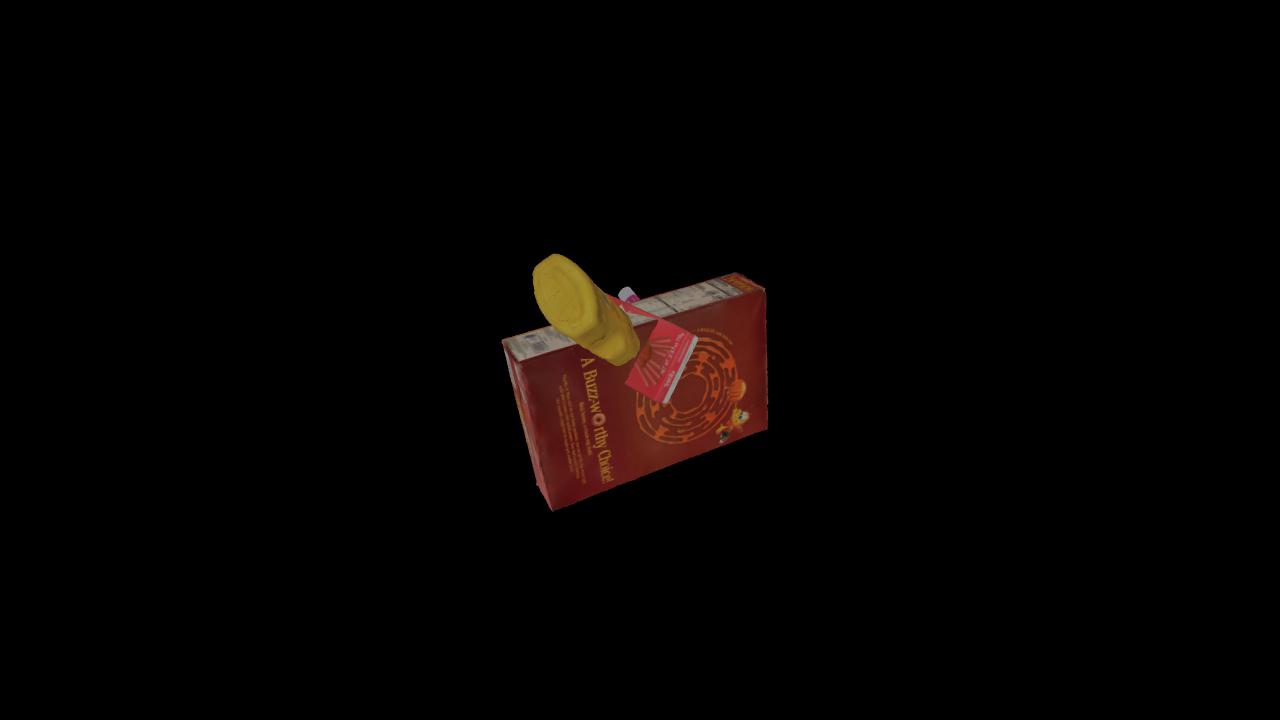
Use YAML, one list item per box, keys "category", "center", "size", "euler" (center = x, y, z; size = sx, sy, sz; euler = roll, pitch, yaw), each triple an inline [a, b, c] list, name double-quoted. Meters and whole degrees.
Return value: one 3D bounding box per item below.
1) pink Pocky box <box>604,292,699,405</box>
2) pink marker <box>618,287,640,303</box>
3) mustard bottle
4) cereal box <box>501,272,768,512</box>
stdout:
- category: "pink Pocky box"
  center: [-0.016, -0.019, 0.696]
  size: [0.155, 0.084, 0.029]
  euler: [28, 3, 34]
- category: "pink marker"
  center: [0.015, -0.041, 0.737]
  size: [0.020, 0.121, 0.020]
  euler: [-31, -25, -17]
- category: "mustard bottle"
  center: [-0.040, -0.038, 0.638]
  size: [0.054, 0.092, 0.184]
  euler: [-40, -23, 6]
- category: "cereal box"
  center: [0.009, 0.033, 0.735]
  size: [0.306, 0.203, 0.081]
  euler: [-19, 31, -19]
